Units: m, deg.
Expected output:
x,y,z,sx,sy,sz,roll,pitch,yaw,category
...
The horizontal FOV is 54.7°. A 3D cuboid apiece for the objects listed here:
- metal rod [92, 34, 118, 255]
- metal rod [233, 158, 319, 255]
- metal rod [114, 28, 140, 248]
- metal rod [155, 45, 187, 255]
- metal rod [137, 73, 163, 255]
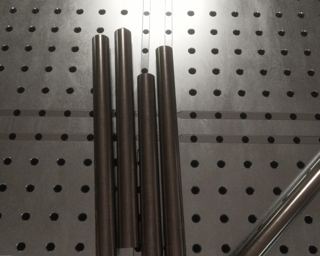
x,y,z,sx,sy,sz,roll,pitch,yaw,category
-0.074,0.009,0.407,0.025,0.025,0.299,-5,70,-2,metal rod
0.131,0.123,0.368,0.301,0.025,0.025,-42,76,-14,metal rod
-0.046,-0.001,0.411,0.025,0.025,0.299,-3,70,-2,metal rod
0.013,0.027,0.402,0.025,0.025,0.299,-2,70,-1,metal rod
-0.013,0.069,0.386,0.025,0.025,0.299,-2,70,-1,metal rod
